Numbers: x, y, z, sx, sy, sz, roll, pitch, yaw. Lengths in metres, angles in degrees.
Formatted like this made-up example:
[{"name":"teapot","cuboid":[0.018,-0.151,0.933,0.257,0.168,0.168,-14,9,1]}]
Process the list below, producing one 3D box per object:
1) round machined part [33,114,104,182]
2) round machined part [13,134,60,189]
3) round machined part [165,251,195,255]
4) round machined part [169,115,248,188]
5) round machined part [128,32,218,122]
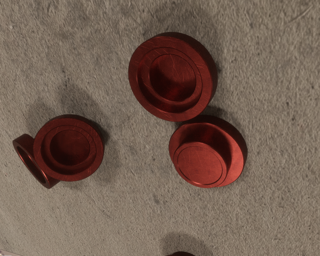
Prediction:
[{"name":"round machined part","cuboid":[-0.132,0.026,0.460,0.099,0.042,0.097,-2,106,-6]},{"name":"round machined part","cuboid":[-0.195,0.049,0.513,0.098,0.042,0.097,32,144,28]},{"name":"round machined part","cuboid":[0.042,0.251,0.528,0.098,0.042,0.097,13,124,20]},{"name":"round machined part","cuboid":[0.056,0.036,0.388,0.098,0.042,0.097,13,124,20]},{"name":"round machined part","cuboid":[0.017,-0.059,0.349,0.098,0.042,0.097,13,124,20]}]
